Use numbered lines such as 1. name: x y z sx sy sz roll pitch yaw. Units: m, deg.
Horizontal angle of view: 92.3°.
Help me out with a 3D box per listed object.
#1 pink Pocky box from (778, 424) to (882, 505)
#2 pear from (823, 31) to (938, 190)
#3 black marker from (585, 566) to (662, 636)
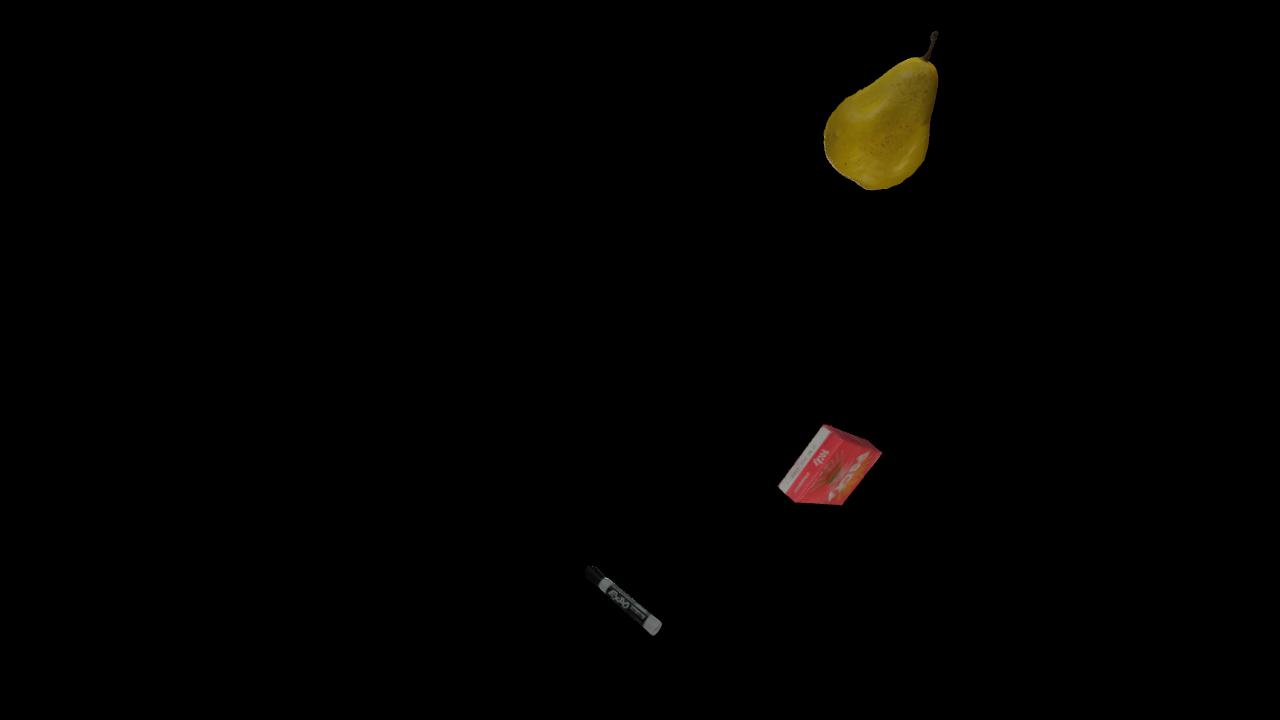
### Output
1. pink Pocky box: 0.216 0.121 0.688 0.029 0.084 0.155 42 13 35
2. pear: 0.195 -0.188 0.467 0.080 0.080 0.111 0 -40 -39
3. black marker: -0.024 0.299 0.772 0.121 0.020 0.020 30 16 30
